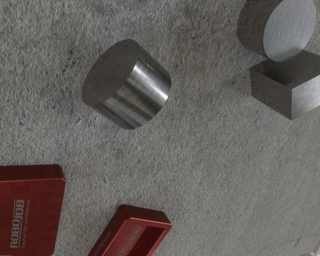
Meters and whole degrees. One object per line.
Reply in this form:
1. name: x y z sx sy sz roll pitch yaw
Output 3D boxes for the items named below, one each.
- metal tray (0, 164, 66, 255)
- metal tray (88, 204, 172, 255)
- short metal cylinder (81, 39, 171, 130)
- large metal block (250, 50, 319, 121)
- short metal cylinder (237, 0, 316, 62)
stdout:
1. metal tray: -0.171 0.107 0.376 0.091 0.030 0.129 2 118 -30
2. metal tray: -0.052 0.186 0.490 0.090 0.030 0.129 23 106 -37
3. short metal cylinder: -0.035 -0.045 0.324 0.080 0.080 0.050 -48 129 6
4. large metal block: 0.186 -0.065 0.432 0.080 0.080 0.050 -27 128 -12
5. short metal cylinder: 0.146 -0.130 0.390 0.081 0.050 0.079 -14 124 -21
